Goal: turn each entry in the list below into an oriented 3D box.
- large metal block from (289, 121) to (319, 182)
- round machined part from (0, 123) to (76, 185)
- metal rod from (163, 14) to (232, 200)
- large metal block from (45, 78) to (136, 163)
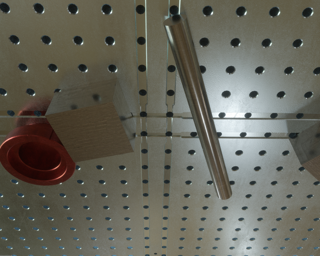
[{"bbox_3d":[0.242,0.032,0.424,0.080,0.050,0.080,36,121,-27],"label":"large metal block"},{"bbox_3d":[-0.162,0.032,0.426,0.099,0.042,0.097,0,130,0],"label":"round machined part"},{"bbox_3d":[0.060,-0.002,0.410,0.025,0.025,0.299,-14,129,11],"label":"metal rod"},{"bbox_3d":[-0.081,-0.008,0.387,0.080,0.050,0.080,-11,130,9],"label":"large metal block"}]
